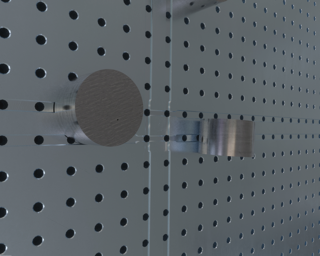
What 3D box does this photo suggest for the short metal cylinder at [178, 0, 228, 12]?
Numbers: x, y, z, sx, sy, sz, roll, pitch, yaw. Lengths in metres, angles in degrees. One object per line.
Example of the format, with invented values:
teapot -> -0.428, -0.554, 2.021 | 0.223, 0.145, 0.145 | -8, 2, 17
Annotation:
short metal cylinder -> 0.062, -0.214, 0.444 | 0.081, 0.050, 0.079 | 0, 90, -40

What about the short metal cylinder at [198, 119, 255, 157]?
short metal cylinder -> 0.098, 0.015, 0.455 | 0.081, 0.080, 0.050 | 6, 86, -40

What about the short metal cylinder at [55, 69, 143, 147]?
short metal cylinder -> -0.066, -0.021, 0.337 | 0.081, 0.050, 0.079 | 0, 90, -40
